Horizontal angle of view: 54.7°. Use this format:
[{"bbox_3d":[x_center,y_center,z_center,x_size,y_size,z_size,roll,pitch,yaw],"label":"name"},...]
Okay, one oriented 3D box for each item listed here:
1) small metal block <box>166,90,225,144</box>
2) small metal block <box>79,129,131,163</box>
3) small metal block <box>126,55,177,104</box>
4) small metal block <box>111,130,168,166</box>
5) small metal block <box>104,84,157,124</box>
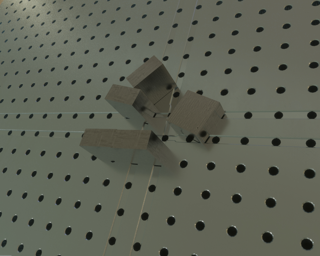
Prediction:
[{"bbox_3d":[0.045,-0.015,0.393,0.050,0.025,0.050,28,77,37],"label":"small metal block"},{"bbox_3d":[-0.069,0.024,0.412,0.050,0.050,0.025,1,62,28],"label":"small metal block"},{"bbox_3d":[-0.011,-0.065,0.436,0.050,0.050,0.025,-39,50,1],"label":"small metal block"},{"bbox_3d":[-0.025,0.025,0.388,0.050,0.050,0.025,1,62,28],"label":"small metal block"},{"bbox_3d":[-0.040,-0.034,0.432,0.050,0.050,0.025,15,70,34],"label":"small metal block"}]
